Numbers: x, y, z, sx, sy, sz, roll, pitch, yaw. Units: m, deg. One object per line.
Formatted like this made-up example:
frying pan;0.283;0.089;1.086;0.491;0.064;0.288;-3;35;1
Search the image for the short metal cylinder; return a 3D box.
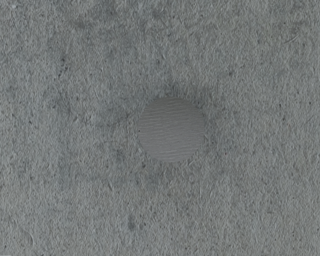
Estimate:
short metal cylinder;0.013;0.002;0.399;0.081;0.050;0.079;0;90;-1
